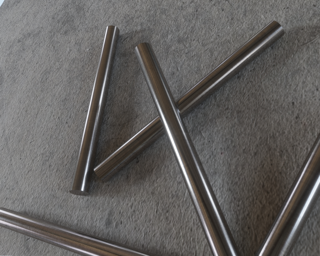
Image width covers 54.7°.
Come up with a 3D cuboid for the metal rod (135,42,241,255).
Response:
[{"bbox_3d":[0.023,0.012,0.359,0.025,0.025,0.299,-27,60,11],"label":"metal rod"}]

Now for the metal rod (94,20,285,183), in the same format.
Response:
[{"bbox_3d":[0.037,-0.034,0.405,0.300,0.025,0.025,-40,51,1],"label":"metal rod"}]

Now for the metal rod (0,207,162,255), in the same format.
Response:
[{"bbox_3d":[-0.101,0.136,0.373,0.300,0.025,0.025,4,64,30],"label":"metal rod"}]

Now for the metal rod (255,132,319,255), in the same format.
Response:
[{"bbox_3d":[0.117,0.091,0.286,0.025,0.025,0.300,24,74,36],"label":"metal rod"}]

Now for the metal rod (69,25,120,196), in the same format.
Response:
[{"bbox_3d":[-0.095,-0.044,0.481,0.025,0.025,0.299,-9,58,23],"label":"metal rod"}]
